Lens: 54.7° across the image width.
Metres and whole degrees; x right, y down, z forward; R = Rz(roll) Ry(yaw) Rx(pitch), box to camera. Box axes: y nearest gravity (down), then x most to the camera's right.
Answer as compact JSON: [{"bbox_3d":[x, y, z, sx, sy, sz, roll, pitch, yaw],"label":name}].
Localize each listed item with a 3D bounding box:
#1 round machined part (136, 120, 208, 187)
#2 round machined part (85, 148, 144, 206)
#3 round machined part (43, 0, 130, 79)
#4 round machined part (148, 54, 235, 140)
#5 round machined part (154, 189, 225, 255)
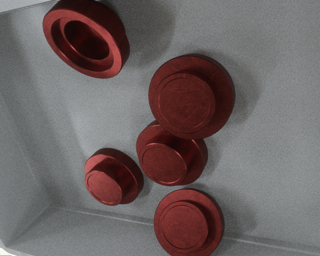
[{"bbox_3d":[0.011,0.039,0.415,0.098,0.042,0.097,13,124,20],"label":"round machined part"},{"bbox_3d":[-0.079,0.084,0.489,0.098,0.042,0.097,13,124,20],"label":"round machined part"},{"bbox_3d":[-0.079,-0.107,0.357,0.098,0.042,0.098,18,149,12],"label":"round machined part"},{"bbox_3d":[0.032,-0.032,0.348,0.098,0.042,0.097,7,110,19],"label":"round machined part"},{"bbox_3d":[0.037,0.133,0.428,0.098,0.042,0.097,-3,81,20],"label":"round machined part"}]
